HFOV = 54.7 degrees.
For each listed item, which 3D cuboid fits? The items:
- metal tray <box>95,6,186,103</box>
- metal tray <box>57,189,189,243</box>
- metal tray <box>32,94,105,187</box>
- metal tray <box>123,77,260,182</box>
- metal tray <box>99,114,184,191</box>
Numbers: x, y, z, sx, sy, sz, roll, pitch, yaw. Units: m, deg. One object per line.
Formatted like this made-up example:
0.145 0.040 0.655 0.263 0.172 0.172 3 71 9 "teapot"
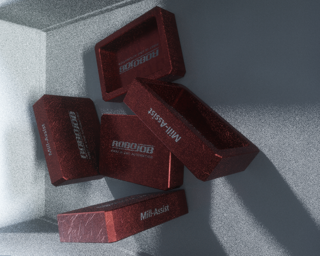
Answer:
-0.032 -0.095 0.426 0.130 0.030 0.090 -17 79 38 "metal tray"
-0.039 0.101 0.365 0.090 0.131 0.030 -16 81 38 "metal tray"
-0.129 0.016 0.466 0.030 0.091 0.129 -30 72 35 "metal tray"
0.033 -0.004 0.333 0.130 0.091 0.030 45 118 30 "metal tray"
-0.028 0.028 0.421 0.130 0.030 0.089 5 93 39 "metal tray"
